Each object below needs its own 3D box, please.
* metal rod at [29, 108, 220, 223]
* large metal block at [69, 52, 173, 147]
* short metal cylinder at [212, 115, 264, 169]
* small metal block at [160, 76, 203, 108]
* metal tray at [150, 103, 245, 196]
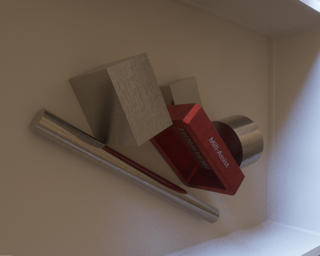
[{"bbox_3d":[-0.020,0.063,0.390,0.301,0.025,0.025,35,68,-35],"label":"metal rod"},{"bbox_3d":[-0.043,-0.029,0.334,0.050,0.080,0.080,-33,111,-35],"label":"large metal block"},{"bbox_3d":[0.104,0.024,0.458,0.050,0.080,0.079,-15,100,-38],"label":"short metal cylinder"},{"bbox_3d":[0.029,-0.040,0.430,0.050,0.025,0.050,-26,106,-37],"label":"small metal block"},{"bbox_3d":[0.040,0.029,0.397,0.030,0.090,0.130,-52,121,-28],"label":"metal tray"}]
